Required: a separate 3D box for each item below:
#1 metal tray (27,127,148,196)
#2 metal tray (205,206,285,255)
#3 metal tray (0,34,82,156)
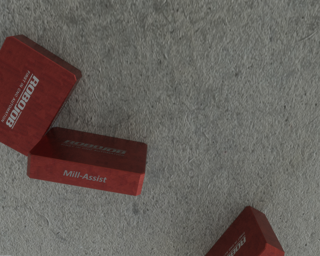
[{"bbox_3d":[-0.084,0.038,0.388,0.131,0.090,0.030,11,110,-4],"label":"metal tray"},{"bbox_3d":[0.112,0.188,0.445,0.030,0.090,0.129,30,107,-11],"label":"metal tray"},{"bbox_3d":[-0.171,-0.039,0.391,0.090,0.030,0.129,32,107,-11],"label":"metal tray"}]
